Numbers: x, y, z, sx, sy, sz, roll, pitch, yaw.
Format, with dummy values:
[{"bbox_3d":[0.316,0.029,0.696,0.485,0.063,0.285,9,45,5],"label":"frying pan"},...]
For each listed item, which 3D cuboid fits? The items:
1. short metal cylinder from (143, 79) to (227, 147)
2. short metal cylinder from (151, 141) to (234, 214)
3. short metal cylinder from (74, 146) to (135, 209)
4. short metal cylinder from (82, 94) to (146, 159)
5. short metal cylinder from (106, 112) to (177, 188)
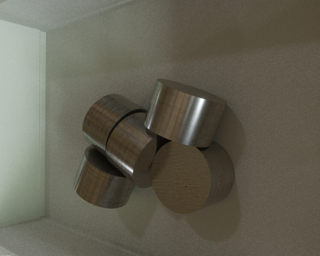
[{"bbox_3d":[0.027,-0.018,0.345,0.080,0.081,0.050,29,108,36],"label":"short metal cylinder"},{"bbox_3d":[0.037,0.053,0.356,0.080,0.050,0.079,0,90,39],"label":"short metal cylinder"},{"bbox_3d":[-0.072,0.064,0.425,0.080,0.081,0.050,36,112,34],"label":"short metal cylinder"},{"bbox_3d":[-0.054,0.001,0.411,0.050,0.081,0.079,32,110,35],"label":"short metal cylinder"},{"bbox_3d":[-0.019,0.027,0.383,0.050,0.081,0.079,33,111,35],"label":"short metal cylinder"}]
